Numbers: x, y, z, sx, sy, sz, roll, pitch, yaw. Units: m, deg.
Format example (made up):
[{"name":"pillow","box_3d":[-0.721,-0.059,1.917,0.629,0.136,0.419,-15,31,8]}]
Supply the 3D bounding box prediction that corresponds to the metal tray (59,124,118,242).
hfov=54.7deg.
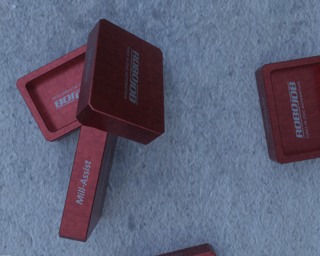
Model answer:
[{"name":"metal tray","box_3d":[-0.082,0.058,0.376,0.030,0.090,0.129,12,90,0]}]

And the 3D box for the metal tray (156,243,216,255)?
[{"name":"metal tray","box_3d":[0.017,0.215,0.408,0.131,0.030,0.089,-14,90,-1]}]

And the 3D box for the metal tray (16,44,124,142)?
[{"name":"metal tray","box_3d":[-0.105,-0.050,0.405,0.130,0.030,0.090,-28,90,-1]}]

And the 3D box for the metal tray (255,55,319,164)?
[{"name":"metal tray","box_3d":[0.184,-0.024,0.409,0.091,0.030,0.129,-10,90,-1]}]

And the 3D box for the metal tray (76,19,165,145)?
[{"name":"metal tray","box_3d":[-0.040,-0.054,0.354,0.091,0.030,0.130,21,52,-31]}]
